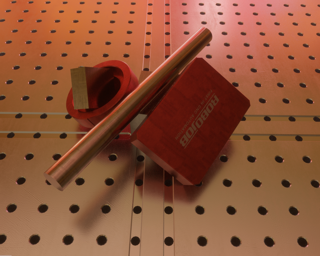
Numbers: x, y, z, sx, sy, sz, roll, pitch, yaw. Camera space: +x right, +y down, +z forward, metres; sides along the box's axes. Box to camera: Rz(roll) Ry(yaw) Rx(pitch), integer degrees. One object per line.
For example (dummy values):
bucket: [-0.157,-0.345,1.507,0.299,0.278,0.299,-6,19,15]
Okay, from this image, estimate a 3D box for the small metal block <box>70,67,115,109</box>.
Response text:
small metal block: [-0.084,-0.051,0.397,0.025,0.050,0.050,-1,6,33]

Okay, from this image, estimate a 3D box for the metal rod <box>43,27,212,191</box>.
metal rod: [-0.018,-0.043,0.378,0.025,0.025,0.301,28,55,21]

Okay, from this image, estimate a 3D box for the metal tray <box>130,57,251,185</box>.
metal tray: [0.039,-0.009,0.369,0.090,0.030,0.130,40,70,-8]

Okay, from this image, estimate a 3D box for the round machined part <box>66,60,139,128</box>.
round machined part: [-0.071,-0.040,0.412,0.098,0.042,0.098,-15,50,20]

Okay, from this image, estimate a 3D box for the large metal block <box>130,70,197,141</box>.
large metal block: [0.008,-0.028,0.415,0.080,0.050,0.080,7,50,5]
